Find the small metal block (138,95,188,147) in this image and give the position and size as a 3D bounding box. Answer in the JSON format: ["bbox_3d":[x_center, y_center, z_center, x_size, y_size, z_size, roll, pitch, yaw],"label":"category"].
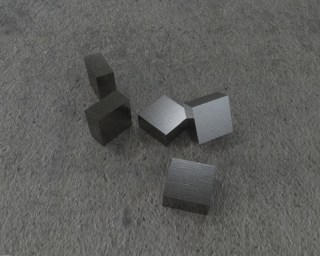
[{"bbox_3d":[0.007,-0.011,0.412,0.050,0.025,0.050,36,59,26],"label":"small metal block"}]

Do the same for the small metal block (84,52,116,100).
[{"bbox_3d":[-0.085,-0.072,0.447,0.025,0.050,0.050,-22,54,-17],"label":"small metal block"}]

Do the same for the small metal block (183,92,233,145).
[{"bbox_3d":[0.062,-0.013,0.395,0.050,0.050,0.025,-20,23,-16],"label":"small metal block"}]

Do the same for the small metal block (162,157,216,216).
[{"bbox_3d":[0.033,0.065,0.349,0.050,0.025,0.050,10,51,8],"label":"small metal block"}]

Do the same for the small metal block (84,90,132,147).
[{"bbox_3d":[-0.064,-0.012,0.397,0.025,0.050,0.050,36,59,26],"label":"small metal block"}]
